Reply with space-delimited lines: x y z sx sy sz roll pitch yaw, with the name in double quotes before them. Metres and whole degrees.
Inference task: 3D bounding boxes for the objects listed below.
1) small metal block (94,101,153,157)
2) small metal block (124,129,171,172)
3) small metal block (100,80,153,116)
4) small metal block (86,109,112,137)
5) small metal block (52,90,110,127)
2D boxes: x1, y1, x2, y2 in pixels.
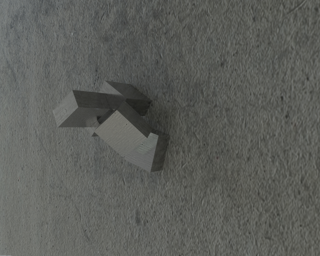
"small metal block" -0.046 0.002 0.394 0.050 0.025 0.050 44 124 -12
"small metal block" -0.018 0.026 0.419 0.050 0.025 0.050 21 103 37
"small metal block" -0.048 -0.041 0.428 0.050 0.050 0.025 39 114 32
"small metal block" -0.087 -0.014 0.460 0.025 0.050 0.050 -52 60 27
"small metal block" -0.103 -0.024 0.408 0.050 0.050 0.025 -36 68 34
